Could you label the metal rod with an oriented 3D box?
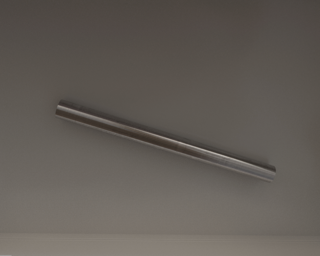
[{"bbox_3d":[0.013,0.020,0.417,0.302,0.025,0.025,17,109,-7],"label":"metal rod"}]
